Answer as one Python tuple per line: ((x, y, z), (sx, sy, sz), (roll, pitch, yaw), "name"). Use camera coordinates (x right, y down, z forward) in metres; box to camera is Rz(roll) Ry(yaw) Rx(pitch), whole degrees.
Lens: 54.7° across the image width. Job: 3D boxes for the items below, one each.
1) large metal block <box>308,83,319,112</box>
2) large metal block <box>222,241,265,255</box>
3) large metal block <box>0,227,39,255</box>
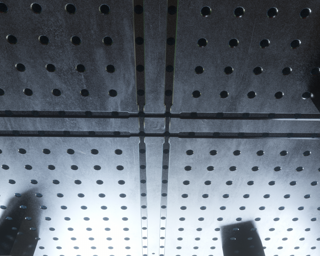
((0.242, -0.043, 0.363), (0.081, 0.050, 0.079), (18, 128, -15), "large metal block")
((0.180, 0.284, 0.641), (0.080, 0.050, 0.080), (-14, 129, 11), "large metal block")
((-0.287, 0.243, 0.579), (0.080, 0.080, 0.050), (-22, 127, 17), "large metal block")
